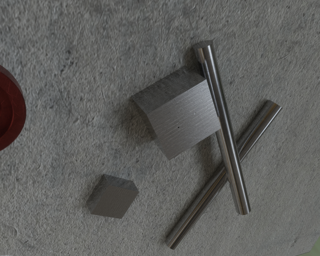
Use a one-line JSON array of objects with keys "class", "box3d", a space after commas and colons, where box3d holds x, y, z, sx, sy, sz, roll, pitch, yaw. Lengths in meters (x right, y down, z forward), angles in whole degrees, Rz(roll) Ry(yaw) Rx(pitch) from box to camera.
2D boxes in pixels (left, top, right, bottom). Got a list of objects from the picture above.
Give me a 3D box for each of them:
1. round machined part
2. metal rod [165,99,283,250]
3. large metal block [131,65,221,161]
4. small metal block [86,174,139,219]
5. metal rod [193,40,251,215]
[{"class": "round machined part", "box3d": [-0.179, -0.022, 0.285, 0.099, 0.042, 0.097, -14, 125, -21]}, {"class": "metal rod", "box3d": [0.100, 0.084, 0.515, 0.025, 0.025, 0.299, 24, 105, -37]}, {"class": "large metal block", "box3d": [0.022, -0.019, 0.392, 0.080, 0.050, 0.080, -31, 129, -8]}, {"class": "small metal block", "box3d": [-0.066, 0.096, 0.432, 0.050, 0.025, 0.050, 23, 106, -37]}, {"class": "metal rod", "box3d": [0.097, 0.019, 0.451, 0.025, 0.025, 0.299, -28, 122, -11]}]
